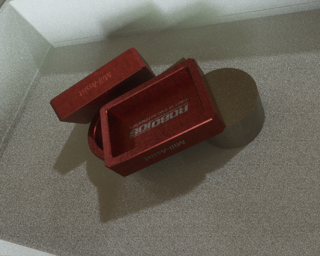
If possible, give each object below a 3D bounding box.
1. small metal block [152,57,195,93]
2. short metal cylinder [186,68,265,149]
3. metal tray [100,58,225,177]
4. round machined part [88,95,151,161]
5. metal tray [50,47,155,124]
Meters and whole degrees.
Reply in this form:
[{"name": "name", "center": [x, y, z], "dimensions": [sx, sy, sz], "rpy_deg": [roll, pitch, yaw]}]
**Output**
[{"name": "small metal block", "center": [0.025, -0.056, 0.407], "dimensions": [0.050, 0.050, 0.025], "rpy_deg": [-36, 51, 2]}, {"name": "short metal cylinder", "center": [0.076, -0.023, 0.360], "dimensions": [0.080, 0.050, 0.080], "rpy_deg": [-13, 56, 20]}, {"name": "metal tray", "center": [-0.004, -0.011, 0.347], "dimensions": [0.130, 0.030, 0.090], "rpy_deg": [-26, 52, 17]}, {"name": "round machined part", "center": [-0.043, 0.006, 0.412], "dimensions": [0.098, 0.042, 0.098], "rpy_deg": [-13, 56, 20]}, {"name": "metal tray", "center": [-0.073, -0.053, 0.429], "dimensions": [0.130, 0.090, 0.030], "rpy_deg": [-32, 84, 7]}]
